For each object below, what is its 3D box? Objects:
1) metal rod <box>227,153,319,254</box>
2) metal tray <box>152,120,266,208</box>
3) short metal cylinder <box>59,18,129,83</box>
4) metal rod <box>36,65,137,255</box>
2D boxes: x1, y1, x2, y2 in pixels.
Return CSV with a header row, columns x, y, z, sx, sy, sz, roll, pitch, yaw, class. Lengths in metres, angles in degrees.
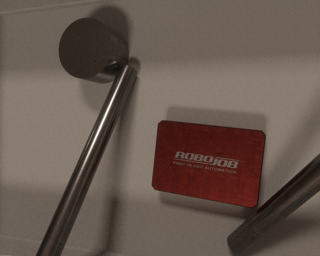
x,y,z,sx,sy,sz,roll,pitch,yaw,class
0.155,0.039,0.292,0.025,0.025,0.298,42,127,15,metal rod
0.059,0.041,0.387,0.130,0.030,0.089,7,92,19,metal tray
-0.090,-0.104,0.428,0.080,0.050,0.079,0,90,19,short metal cylinder
-0.092,0.053,0.377,0.025,0.025,0.299,13,69,19,metal rod
